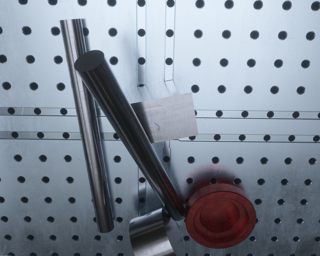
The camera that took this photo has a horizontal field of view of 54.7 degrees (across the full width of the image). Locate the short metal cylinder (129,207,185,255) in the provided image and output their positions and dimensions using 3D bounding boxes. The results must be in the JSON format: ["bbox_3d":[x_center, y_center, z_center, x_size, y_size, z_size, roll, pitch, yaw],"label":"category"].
[{"bbox_3d":[-0.003,0.160,0.443,0.050,0.080,0.080,-24,109,8],"label":"short metal cylinder"}]

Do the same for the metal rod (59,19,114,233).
[{"bbox_3d":[-0.093,0.011,0.416,0.025,0.025,0.298,-5,110,1],"label":"metal rod"}]

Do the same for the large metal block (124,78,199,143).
[{"bbox_3d":[-0.001,-0.022,0.376,0.080,0.080,0.050,-10,110,3],"label":"large metal block"}]

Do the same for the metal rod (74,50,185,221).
[{"bbox_3d":[-0.014,0.038,0.351,0.025,0.025,0.299,-18,139,6],"label":"metal rod"}]

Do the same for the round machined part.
[{"bbox_3d":[0.085,0.123,0.451,0.099,0.042,0.097,0,110,-1],"label":"round machined part"}]
